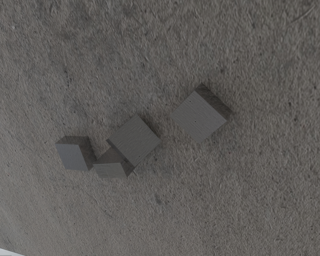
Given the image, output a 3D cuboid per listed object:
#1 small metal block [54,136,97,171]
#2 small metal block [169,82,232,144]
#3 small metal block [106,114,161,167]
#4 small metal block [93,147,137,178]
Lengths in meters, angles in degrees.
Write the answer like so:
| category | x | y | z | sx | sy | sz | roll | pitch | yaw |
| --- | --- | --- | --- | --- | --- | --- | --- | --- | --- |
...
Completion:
| category | x | y | z | sx | sy | sz | roll | pitch | yaw |
| --- | --- | --- | --- | --- | --- | --- | --- | --- | --- |
| small metal block | -0.136 | 0.041 | 0.504 | 0.050 | 0.025 | 0.050 | 0 | 119 | 28 |
| small metal block | 0.048 | -0.017 | 0.371 | 0.050 | 0.025 | 0.050 | 43 | 129 | -2 |
| small metal block | -0.036 | 0.017 | 0.417 | 0.050 | 0.050 | 0.025 | 48 | 161 | -6 |
| small metal block | -0.060 | 0.048 | 0.452 | 0.050 | 0.050 | 0.025 | -7 | 115 | 31 |
